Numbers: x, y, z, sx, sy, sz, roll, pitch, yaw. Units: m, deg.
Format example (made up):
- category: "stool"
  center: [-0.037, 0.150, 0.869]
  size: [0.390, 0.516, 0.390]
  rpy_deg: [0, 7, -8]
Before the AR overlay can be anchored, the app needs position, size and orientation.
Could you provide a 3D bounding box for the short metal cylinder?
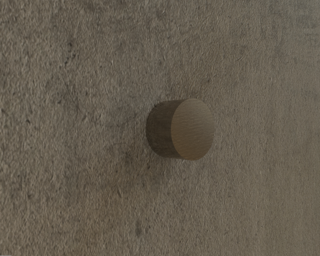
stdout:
- category: "short metal cylinder"
  center: [0.028, 0.002, 0.415]
  size: [0.081, 0.050, 0.079]
  rpy_deg: [0, 90, -40]
